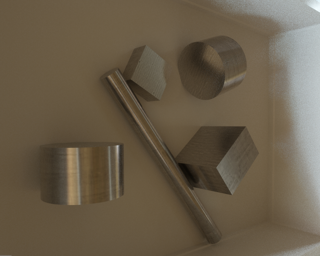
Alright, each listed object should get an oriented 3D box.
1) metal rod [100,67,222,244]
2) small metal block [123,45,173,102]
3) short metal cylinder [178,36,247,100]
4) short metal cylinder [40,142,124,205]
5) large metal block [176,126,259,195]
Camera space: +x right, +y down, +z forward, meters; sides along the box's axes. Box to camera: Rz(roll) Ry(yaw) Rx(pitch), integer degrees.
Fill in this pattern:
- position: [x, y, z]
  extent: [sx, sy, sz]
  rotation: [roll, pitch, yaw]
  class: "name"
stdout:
- position: [0.013, 0.053, 0.419]
  extent: [0.025, 0.025, 0.299]
  rotation: [-47, 118, -30]
  class: "metal rod"
- position: [-0.016, -0.068, 0.395]
  extent: [0.050, 0.025, 0.050]
  rotation: [33, 69, -35]
  class: "small metal block"
- position: [0.073, -0.085, 0.434]
  extent: [0.050, 0.080, 0.080]
  rotation: [-26, 107, -37]
  class: "short metal cylinder"
- position: [-0.076, 0.041, 0.308]
  extent: [0.081, 0.080, 0.050]
  rotation: [-1, 91, -40]
  class: "short metal cylinder"
- position: [0.079, 0.042, 0.440]
  extent: [0.080, 0.080, 0.050]
  rotation: [-47, 119, -30]
  class: "large metal block"
